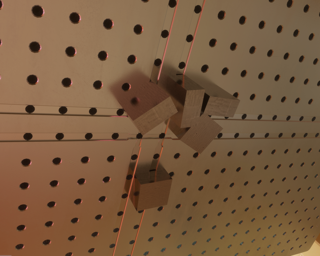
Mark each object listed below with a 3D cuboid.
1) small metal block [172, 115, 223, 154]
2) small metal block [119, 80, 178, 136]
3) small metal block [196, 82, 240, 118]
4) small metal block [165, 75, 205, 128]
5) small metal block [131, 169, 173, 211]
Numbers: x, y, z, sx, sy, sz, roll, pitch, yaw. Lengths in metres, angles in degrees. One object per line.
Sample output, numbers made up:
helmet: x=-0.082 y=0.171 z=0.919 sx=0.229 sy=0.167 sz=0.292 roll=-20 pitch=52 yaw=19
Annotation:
small metal block: x=0.054 y=0.003 z=0.444 sx=0.050 sy=0.025 sz=0.050 roll=-50 pitch=129 yaw=7
small metal block: x=-0.015 y=-0.025 z=0.373 sx=0.050 sy=0.050 sz=0.025 roll=-34 pitch=129 yaw=-6
small metal block: x=0.068 y=-0.038 z=0.411 sx=0.050 sy=0.050 sz=0.025 roll=4 pitch=117 yaw=-31
small metal block: x=0.029 y=-0.035 z=0.391 sx=0.025 sy=0.050 sz=0.050 roll=-7 pitch=122 yaw=-25
small metal block: x=-0.013 y=0.093 z=0.463 sx=0.050 sy=0.025 sz=0.050 roll=-5 pitch=121 yaw=-26
